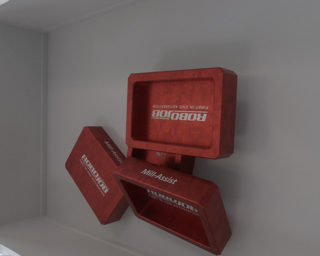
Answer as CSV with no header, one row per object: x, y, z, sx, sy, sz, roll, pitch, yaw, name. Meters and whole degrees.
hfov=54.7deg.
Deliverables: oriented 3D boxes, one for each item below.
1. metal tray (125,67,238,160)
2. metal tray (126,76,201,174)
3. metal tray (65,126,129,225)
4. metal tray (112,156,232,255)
0.018,-0.018,0.348,0.130,0.030,0.089,4,93,39,metal tray
0.005,0.001,0.399,0.090,0.030,0.129,16,100,39,metal tray
-0.091,0.070,0.479,0.130,0.030,0.089,47,118,29,metal tray
0.012,0.087,0.361,0.130,0.030,0.090,12,135,39,metal tray
